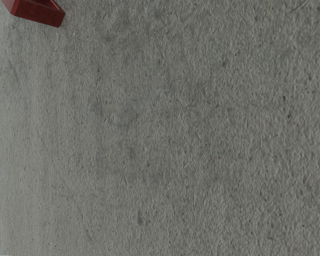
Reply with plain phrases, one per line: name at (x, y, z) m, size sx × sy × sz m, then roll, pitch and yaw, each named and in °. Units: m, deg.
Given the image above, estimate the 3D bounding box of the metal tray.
metal tray at (-0.243, -0.237, 0.562) m, size 0.130 × 0.091 × 0.030 m, roll 49°, pitch 119°, yaw 29°
